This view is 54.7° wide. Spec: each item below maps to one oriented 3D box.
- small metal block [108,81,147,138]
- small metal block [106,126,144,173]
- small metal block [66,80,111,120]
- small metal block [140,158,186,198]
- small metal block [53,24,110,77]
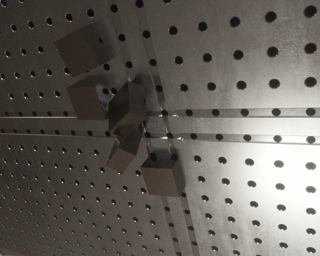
[{"bbox_3d":[-0.043,-0.024,0.398,0.025,0.050,0.050,19,137,-32],"label":"small metal block"},{"bbox_3d":[-0.048,0.026,0.428,0.025,0.050,0.050,25,136,-13],"label":"small metal block"},{"bbox_3d":[-0.097,-0.039,0.436,0.050,0.025,0.050,1,119,27],"label":"small metal block"},{"bbox_3d":[0.005,0.072,0.452,0.050,0.025,0.050,-1,118,28],"label":"small metal block"},{"bbox_3d":[-0.101,-0.099,0.401,0.050,0.025,0.050,-13,112,33],"label":"small metal block"}]
